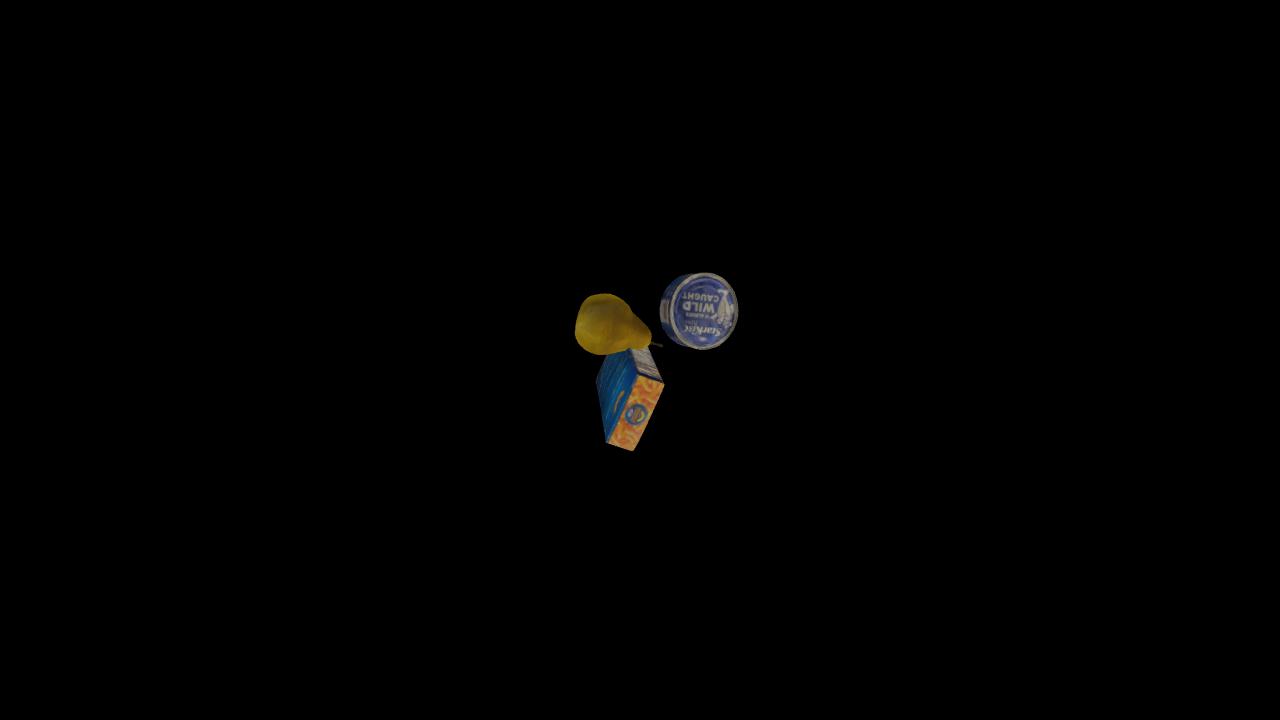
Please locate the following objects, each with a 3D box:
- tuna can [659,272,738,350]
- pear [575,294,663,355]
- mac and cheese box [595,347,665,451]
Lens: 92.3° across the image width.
[{"bbox_3d":[0.064,-0.054,0.679,0.084,0.084,0.034,0,6,-23],"label":"tuna can"},{"bbox_3d":[-0.023,-0.035,0.756,0.111,0.080,0.080,17,0,-1],"label":"pear"},{"bbox_3d":[-0.017,0.028,0.770,0.041,0.093,0.184,21,17,-15],"label":"mac and cheese box"}]
